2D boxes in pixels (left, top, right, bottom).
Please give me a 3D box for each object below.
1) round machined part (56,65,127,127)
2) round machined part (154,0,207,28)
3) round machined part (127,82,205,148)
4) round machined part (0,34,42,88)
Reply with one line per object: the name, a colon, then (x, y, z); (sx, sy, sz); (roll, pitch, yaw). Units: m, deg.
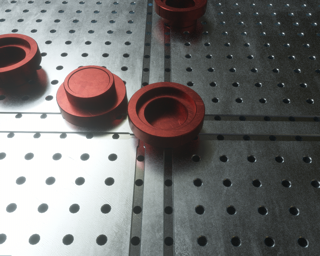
round machined part: (-0.097, -0.052, 0.439); (0.099, 0.042, 0.098); (0, 50, 0)
round machined part: (0.038, -0.227, 0.588); (0.099, 0.042, 0.098); (0, 50, 0)
round machined part: (0.008, -0.013, 0.407); (0.099, 0.042, 0.098); (0, 50, 0)
round machined part: (-0.233, -0.100, 0.478); (0.099, 0.042, 0.098); (0, 50, 0)
